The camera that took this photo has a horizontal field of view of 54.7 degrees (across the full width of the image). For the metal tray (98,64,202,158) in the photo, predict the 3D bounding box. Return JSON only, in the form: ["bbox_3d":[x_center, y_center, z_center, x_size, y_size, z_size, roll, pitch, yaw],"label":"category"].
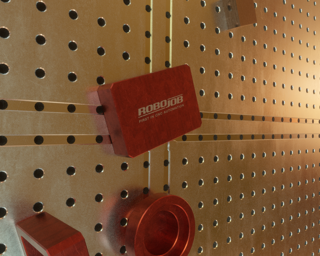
[{"bbox_3d":[-0.007,-0.026,0.400,0.131,0.030,0.089,-23,104,-38],"label":"metal tray"}]

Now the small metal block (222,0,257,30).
[{"bbox_3d":[0.135,-0.197,0.521,0.050,0.025,0.050,-24,105,-38],"label":"small metal block"}]

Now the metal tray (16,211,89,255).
[{"bbox_3d":[-0.090,0.152,0.291,0.030,0.090,0.129,-21,103,-38],"label":"metal tray"}]

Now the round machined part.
[{"bbox_3d":[-0.004,0.131,0.395,0.099,0.042,0.097,0,90,-40],"label":"round machined part"}]
